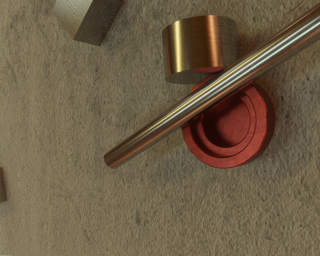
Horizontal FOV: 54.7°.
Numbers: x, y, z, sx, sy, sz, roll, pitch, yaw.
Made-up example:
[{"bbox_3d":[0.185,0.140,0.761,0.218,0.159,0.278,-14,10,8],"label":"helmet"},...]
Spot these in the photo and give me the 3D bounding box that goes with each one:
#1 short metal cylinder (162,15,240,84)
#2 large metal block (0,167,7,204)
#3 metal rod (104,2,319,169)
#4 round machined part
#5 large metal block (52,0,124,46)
[{"bbox_3d":[0.044,-0.080,0.332,0.080,0.081,0.050,-7,86,39],"label":"short metal cylinder"},{"bbox_3d":[-0.403,0.142,0.716,0.080,0.050,0.080,-25,75,37],"label":"large metal block"},{"bbox_3d":[0.041,-0.027,0.314,0.299,0.025,0.025,-34,69,34],"label":"metal rod"},{"bbox_3d":[0.074,-0.008,0.331,0.098,0.042,0.097,0,90,39],"label":"round machined part"},{"bbox_3d":[-0.114,-0.188,0.480,0.080,0.050,0.080,52,120,27],"label":"large metal block"}]
